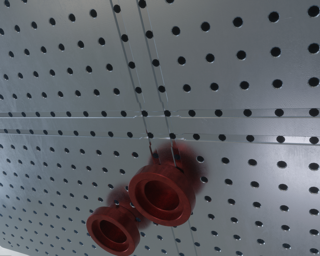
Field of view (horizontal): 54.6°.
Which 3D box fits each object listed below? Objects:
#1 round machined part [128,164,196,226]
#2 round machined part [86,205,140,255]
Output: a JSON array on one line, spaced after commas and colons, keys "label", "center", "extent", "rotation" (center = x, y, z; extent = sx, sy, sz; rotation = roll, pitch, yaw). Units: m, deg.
[{"label": "round machined part", "center": [0.006, 0.093, 0.455], "extent": [0.098, 0.042, 0.097], "rotation": [13, 124, 21]}, {"label": "round machined part", "center": [-0.078, 0.177, 0.552], "extent": [0.098, 0.042, 0.097], "rotation": [13, 124, 21]}]
